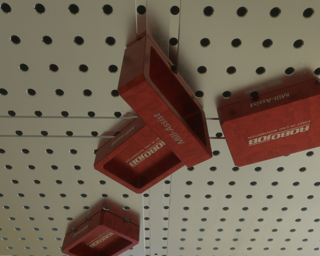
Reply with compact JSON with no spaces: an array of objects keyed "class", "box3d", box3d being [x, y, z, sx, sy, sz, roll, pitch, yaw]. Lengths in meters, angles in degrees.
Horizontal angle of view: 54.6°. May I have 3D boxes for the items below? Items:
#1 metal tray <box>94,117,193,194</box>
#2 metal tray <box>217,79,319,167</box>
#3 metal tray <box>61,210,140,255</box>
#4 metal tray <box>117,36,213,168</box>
[{"class":"metal tray","box3d":[-0.018,0.035,0.437,0.130,0.030,0.090,-37,121,27]},{"class":"metal tray","box3d":[0.151,-0.003,0.407,0.130,0.030,0.090,-17,128,14]},{"class":"metal tray","box3d":[-0.112,0.212,0.587,0.090,0.030,0.130,35,122,-26]},{"class":"metal tray","box3d":[0.010,-0.027,0.345,0.030,0.090,0.130,-28,125,22]}]
